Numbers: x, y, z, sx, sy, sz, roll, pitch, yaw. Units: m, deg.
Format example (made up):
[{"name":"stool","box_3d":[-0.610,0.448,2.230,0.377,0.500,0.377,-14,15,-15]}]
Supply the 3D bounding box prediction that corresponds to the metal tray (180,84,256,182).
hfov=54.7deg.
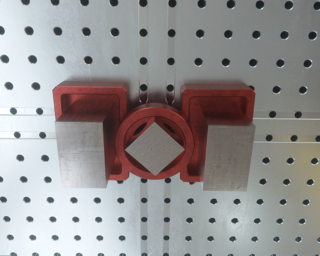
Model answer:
[{"name":"metal tray","box_3d":[0.072,0.008,0.413,0.091,0.030,0.129,0,110,0]}]

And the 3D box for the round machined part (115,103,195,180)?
[{"name":"round machined part","box_3d":[-0.007,0.014,0.400,0.099,0.042,0.097,0,110,0]}]

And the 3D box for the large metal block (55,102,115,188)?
[{"name":"large metal block","box_3d":[-0.086,0.017,0.375,0.050,0.080,0.079,1,110,0]}]

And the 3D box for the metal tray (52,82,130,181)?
[{"name":"metal tray","box_3d":[-0.086,0.005,0.411,0.091,0.030,0.129,1,110,-1]}]

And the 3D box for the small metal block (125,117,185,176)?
[{"name":"small metal block","box_3d":[-0.006,0.021,0.378,0.050,0.025,0.050,43,104,-14]}]

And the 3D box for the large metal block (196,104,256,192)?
[{"name":"large metal block","box_3d":[0.075,0.021,0.378,0.050,0.080,0.079,1,110,-1]}]
